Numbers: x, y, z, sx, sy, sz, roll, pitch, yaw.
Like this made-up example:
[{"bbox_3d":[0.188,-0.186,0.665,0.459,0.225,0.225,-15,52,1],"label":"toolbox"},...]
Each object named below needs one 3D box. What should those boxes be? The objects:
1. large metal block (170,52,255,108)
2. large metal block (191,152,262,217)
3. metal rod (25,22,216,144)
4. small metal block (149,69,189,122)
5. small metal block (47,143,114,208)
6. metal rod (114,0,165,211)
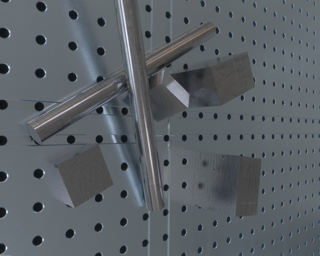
[{"bbox_3d":[0.071,-0.066,0.433,0.081,0.080,0.050,-28,108,-37],"label":"large metal block"},{"bbox_3d":[0.096,0.080,0.454,0.050,0.080,0.080,11,83,-40],"label":"large metal block"},{"bbox_3d":[-0.025,-0.072,0.387,0.302,0.025,0.025,-38,113,-33],"label":"metal rod"},{"bbox_3d":[0.001,-0.039,0.390,0.050,0.050,0.025,40,42,-33],"label":"small metal block"},{"bbox_3d":[-0.085,0.050,0.338,0.050,0.025,0.050,-28,108,-36],"label":"small metal block"},{"bbox_3d":[-0.024,-0.039,0.358,0.025,0.025,0.298,-22,114,-38],"label":"metal rod"}]
